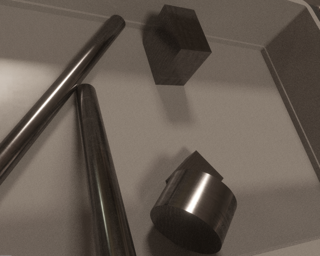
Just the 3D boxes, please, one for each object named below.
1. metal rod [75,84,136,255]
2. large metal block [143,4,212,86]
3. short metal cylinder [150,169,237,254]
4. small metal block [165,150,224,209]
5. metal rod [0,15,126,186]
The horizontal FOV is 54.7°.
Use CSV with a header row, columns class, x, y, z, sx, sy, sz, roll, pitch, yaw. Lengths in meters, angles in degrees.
class,x,y,z,sx,sy,sz,roll,pitch,yaw
metal rod,-0.052,0.037,0.267,0.025,0.025,0.300,9,29,-24
large metal block,0.022,-0.119,0.456,0.050,0.080,0.080,-2,63,-30
short metal cylinder,0.037,0.091,0.336,0.080,0.080,0.050,38,51,-3
small metal block,0.044,0.065,0.391,0.050,0.025,0.050,46,51,3
metal rod,-0.114,-0.053,0.377,0.025,0.025,0.301,32,51,-8
